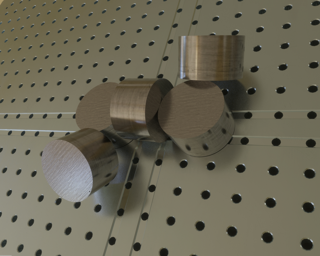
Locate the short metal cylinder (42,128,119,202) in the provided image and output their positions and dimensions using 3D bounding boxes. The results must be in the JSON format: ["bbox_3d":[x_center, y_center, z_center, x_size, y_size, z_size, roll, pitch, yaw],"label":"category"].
[{"bbox_3d":[-0.100,0.045,0.389,0.080,0.050,0.079,9,110,26],"label":"short metal cylinder"}]

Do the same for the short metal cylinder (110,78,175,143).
[{"bbox_3d":[-0.018,-0.023,0.395,0.050,0.080,0.080,5,64,30],"label":"short metal cylinder"}]

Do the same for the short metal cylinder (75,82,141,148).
[{"bbox_3d":[-0.070,-0.018,0.437,0.080,0.050,0.080,-13,56,20],"label":"short metal cylinder"}]

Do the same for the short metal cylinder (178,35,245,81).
[{"bbox_3d":[0.063,-0.088,0.385,0.080,0.081,0.050,9,108,32],"label":"short metal cylinder"}]

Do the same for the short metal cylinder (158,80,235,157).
[{"bbox_3d":[0.045,-0.012,0.374,0.080,0.050,0.080,-13,56,20],"label":"short metal cylinder"}]
